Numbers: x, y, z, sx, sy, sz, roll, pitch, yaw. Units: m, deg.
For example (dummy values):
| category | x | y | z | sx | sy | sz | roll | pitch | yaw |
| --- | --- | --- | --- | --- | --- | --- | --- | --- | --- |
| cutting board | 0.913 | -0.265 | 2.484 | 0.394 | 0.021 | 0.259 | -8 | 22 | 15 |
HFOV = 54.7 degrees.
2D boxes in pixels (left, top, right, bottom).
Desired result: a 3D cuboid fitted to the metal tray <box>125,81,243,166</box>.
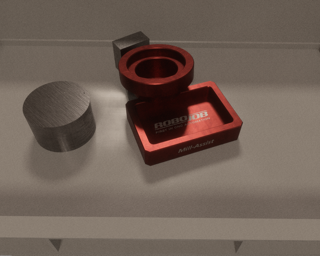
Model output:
| category | x | y | z | sx | sy | sz | roll | pitch | yaw |
| --- | --- | --- | --- | --- | --- | --- | --- | --- | --- |
| metal tray | 0.030 | -0.010 | 0.410 | 0.131 | 0.030 | 0.090 | -15 | 52 | -13 |

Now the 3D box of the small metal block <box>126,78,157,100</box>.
| category | x | y | z | sx | sy | sz | roll | pitch | yaw |
| --- | --- | --- | --- | --- | --- | --- | --- | --- | --- |
| small metal block | -0.028 | -0.071 | 0.465 | 0.050 | 0.025 | 0.050 | -11 | 51 | -10 |

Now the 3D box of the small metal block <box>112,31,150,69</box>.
| category | x | y | z | sx | sy | sz | roll | pitch | yaw |
| --- | --- | --- | --- | --- | --- | --- | --- | --- | --- |
| small metal block | -0.044 | -0.117 | 0.487 | 0.050 | 0.050 | 0.025 | -27 | 56 | -21 |

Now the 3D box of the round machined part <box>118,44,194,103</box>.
| category | x | y | z | sx | sy | sz | roll | pitch | yaw |
| --- | --- | --- | --- | --- | --- | --- | --- | --- | --- |
| round machined part | -0.004 | -0.070 | 0.415 | 0.099 | 0.042 | 0.098 | -1 | 43 | 2 |

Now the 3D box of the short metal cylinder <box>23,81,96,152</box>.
| category | x | y | z | sx | sy | sz | roll | pitch | yaw |
| --- | --- | --- | --- | --- | --- | --- | --- | --- | --- |
| short metal cylinder | -0.127 | -0.015 | 0.400 | 0.081 | 0.050 | 0.080 | 0 | 50 | 0 |
